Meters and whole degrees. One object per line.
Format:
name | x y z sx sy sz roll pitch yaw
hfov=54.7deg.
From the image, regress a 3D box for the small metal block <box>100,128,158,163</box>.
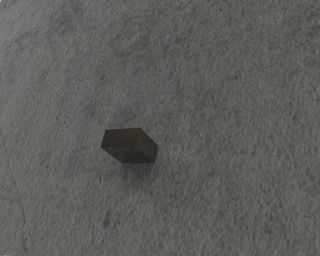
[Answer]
small metal block | -0.038 0.023 0.392 0.050 0.050 0.025 -4 60 26
